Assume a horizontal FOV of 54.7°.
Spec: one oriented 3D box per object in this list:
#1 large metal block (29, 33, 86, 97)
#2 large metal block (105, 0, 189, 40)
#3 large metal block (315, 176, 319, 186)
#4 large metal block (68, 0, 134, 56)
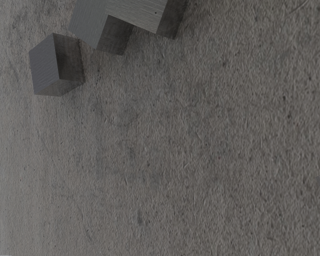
[{"bbox_3d":[-0.179,-0.106,0.537,0.080,0.050,0.080,-18,79,38],"label":"large metal block"},{"bbox_3d":[-0.012,-0.166,0.387,0.080,0.050,0.079,29,109,22],"label":"large metal block"},{"bbox_3d":[0.184,0.058,0.237,0.080,0.050,0.080,-33,70,35],"label":"large metal block"},{"bbox_3d":[-0.083,-0.164,0.457,0.080,0.050,0.079,39,114,33],"label":"large metal block"}]
